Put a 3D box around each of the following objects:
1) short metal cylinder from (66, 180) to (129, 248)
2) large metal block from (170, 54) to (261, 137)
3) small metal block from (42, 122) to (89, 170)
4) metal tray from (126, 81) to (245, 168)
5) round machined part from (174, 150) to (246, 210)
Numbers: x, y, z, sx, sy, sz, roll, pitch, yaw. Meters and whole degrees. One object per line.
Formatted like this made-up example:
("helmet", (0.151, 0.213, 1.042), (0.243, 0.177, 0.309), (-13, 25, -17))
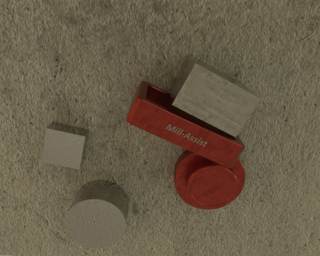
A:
("short metal cylinder", (-0.086, 0.121, 0.440), (0.081, 0.050, 0.079), (0, 110, 0))
("large metal block", (0.060, -0.042, 0.366), (0.080, 0.080, 0.050), (26, 108, -10))
("small metal block", (-0.127, 0.024, 0.417), (0.050, 0.025, 0.050), (13, 110, -5))
("metal tray", (0.029, -0.008, 0.372), (0.131, 0.090, 0.030), (24, 108, -9))
("round machined part", (0.069, 0.073, 0.428), (0.099, 0.042, 0.097), (0, 110, 0))
